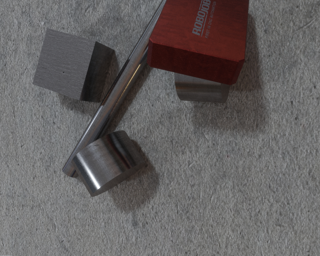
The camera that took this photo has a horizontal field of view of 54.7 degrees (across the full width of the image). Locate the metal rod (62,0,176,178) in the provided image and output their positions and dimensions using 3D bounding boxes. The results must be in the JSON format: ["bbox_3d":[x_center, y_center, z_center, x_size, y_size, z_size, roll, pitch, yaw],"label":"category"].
[{"bbox_3d":[-0.052,-0.058,0.427,0.025,0.025,0.299,36,101,16],"label":"metal rod"}]

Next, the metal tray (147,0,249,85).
[{"bbox_3d":[0.045,-0.107,0.335,0.090,0.130,0.030,14,139,3],"label":"metal tray"}]

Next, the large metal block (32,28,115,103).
[{"bbox_3d":[-0.122,-0.087,0.439,0.080,0.050,0.080,19,96,19],"label":"large metal block"}]

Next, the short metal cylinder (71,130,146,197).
[{"bbox_3d":[-0.066,0.046,0.403,0.080,0.080,0.050,-37,78,16],"label":"short metal cylinder"}]

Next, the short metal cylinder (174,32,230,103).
[{"bbox_3d":[0.053,-0.070,0.361,0.050,0.080,0.079,5,92,20],"label":"short metal cylinder"}]
